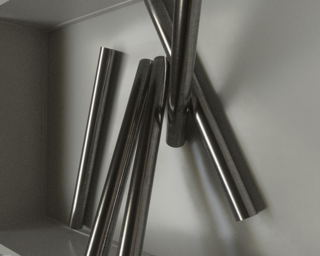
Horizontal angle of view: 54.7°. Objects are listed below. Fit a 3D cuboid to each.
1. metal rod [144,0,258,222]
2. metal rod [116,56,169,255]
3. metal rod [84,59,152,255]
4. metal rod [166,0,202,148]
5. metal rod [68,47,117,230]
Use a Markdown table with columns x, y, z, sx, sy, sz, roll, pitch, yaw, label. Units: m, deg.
| x | y | z | sx | sy | sz | roll | pitch | yaw | label |
| --- | --- | --- | --- | --- | --- | --- | --- | --- | --- |
| 0.042 | -0.039 | 0.372 | 0.025 | 0.025 | 0.299 | -33 | 70 | 35 | metal rod |
| -0.018 | 0.048 | 0.344 | 0.025 | 0.025 | 0.299 | -13 | 58 | 39 | metal rod |
| -0.048 | 0.048 | 0.368 | 0.025 | 0.025 | 0.299 | -6 | 62 | 40 | metal rod |
| 0.025 | -0.097 | 0.297 | 0.025 | 0.025 | 0.298 | 37 | 141 | 34 | metal rod |
| -0.110 | 0.022 | 0.497 | 0.025 | 0.025 | 0.298 | 21 | 103 | 38 | metal rod |
